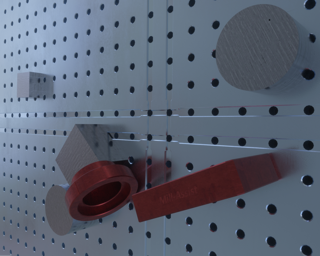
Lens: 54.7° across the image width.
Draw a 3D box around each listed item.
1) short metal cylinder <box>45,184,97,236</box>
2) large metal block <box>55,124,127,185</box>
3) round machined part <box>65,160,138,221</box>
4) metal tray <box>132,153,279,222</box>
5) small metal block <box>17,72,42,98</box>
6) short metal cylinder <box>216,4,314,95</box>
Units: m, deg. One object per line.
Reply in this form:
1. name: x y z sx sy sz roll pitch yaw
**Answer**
1. short metal cylinder: -0.146 0.131 0.514 0.080 0.050 0.080 0 90 40
2. large metal block: -0.110 0.050 0.484 0.080 0.050 0.080 51 120 28
3. round machined part: -0.084 0.083 0.432 0.097 0.099 0.042 -54 51 26
4. metal tray: 0.046 0.064 0.329 0.130 0.091 0.030 -27 73 37
5. small metal block: -0.266 -0.086 0.630 0.050 0.025 0.050 3 92 40
6. short metal cylinder: 0.103 -0.075 0.308 0.080 0.050 0.080 0 90 40
